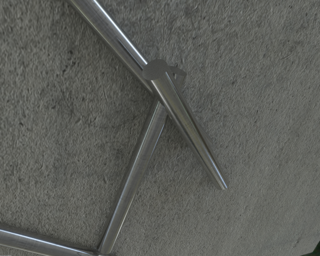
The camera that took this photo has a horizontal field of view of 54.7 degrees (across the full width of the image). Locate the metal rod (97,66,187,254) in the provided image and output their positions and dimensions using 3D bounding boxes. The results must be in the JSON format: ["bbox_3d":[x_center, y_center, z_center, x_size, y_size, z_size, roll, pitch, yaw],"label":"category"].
[{"bbox_3d":[-0.033,0.060,0.406,0.025,0.025,0.298,5,122,-31],"label":"metal rod"}]

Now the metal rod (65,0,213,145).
[{"bbox_3d":[-0.014,-0.060,0.361,0.025,0.025,0.300,-43,129,1],"label":"metal rod"}]

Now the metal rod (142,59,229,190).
[{"bbox_3d":[0.049,0.020,0.402,0.025,0.025,0.300,-39,143,-2],"label":"metal rod"}]

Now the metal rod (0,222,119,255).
[{"bbox_3d":[-0.165,0.152,0.410,0.025,0.025,0.301,-49,129,6],"label":"metal rod"}]
